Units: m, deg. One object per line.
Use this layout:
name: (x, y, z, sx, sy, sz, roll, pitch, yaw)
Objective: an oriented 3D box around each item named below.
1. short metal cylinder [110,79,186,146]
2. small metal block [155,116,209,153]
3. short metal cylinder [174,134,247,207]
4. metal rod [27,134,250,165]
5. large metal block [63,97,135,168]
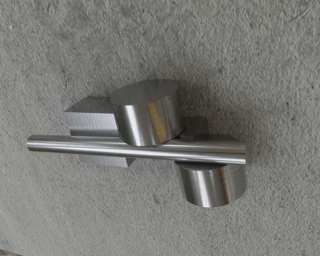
short metal cylinder: (-0.013, -0.021, 0.367, 0.080, 0.080, 0.050, 2, 120, 27)
small metal block: (0.028, 0.008, 0.380, 0.050, 0.050, 0.025, 1, 119, 27)
short metal cylinder: (0.060, 0.048, 0.369, 0.080, 0.080, 0.050, 0, 118, 28)
metal rod: (-0.046, 0.024, 0.380, 0.301, 0.025, 0.025, 1, 119, 26)
large metal block: (-0.075, 0.004, 0.428, 0.080, 0.050, 0.079, 3, 120, 26)
